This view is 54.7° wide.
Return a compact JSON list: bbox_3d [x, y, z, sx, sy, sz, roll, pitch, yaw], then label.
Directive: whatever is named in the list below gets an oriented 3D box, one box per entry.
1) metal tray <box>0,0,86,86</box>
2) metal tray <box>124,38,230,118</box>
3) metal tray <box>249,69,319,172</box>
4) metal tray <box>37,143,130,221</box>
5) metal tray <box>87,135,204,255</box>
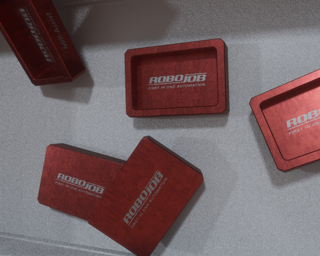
[{"bbox_3d":[-0.167,-0.123,0.417,0.090,0.030,0.129,0,126,35],"label":"metal tray"},{"bbox_3d":[0.021,-0.060,0.399,0.130,0.030,0.089,-2,89,19],"label":"metal tray"},{"bbox_3d":[0.176,-0.015,0.336,0.130,0.030,0.090,-24,71,18],"label":"metal tray"},{"bbox_3d":[-0.107,0.080,0.444,0.130,0.030,0.089,13,94,19],"label":"metal tray"},{"bbox_3d":[-0.018,0.086,0.392,0.090,0.030,0.130,34,94,-1],"label":"metal tray"}]
